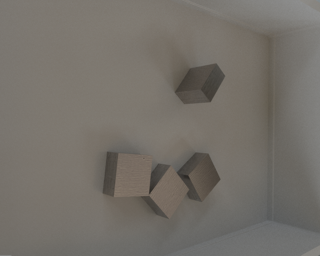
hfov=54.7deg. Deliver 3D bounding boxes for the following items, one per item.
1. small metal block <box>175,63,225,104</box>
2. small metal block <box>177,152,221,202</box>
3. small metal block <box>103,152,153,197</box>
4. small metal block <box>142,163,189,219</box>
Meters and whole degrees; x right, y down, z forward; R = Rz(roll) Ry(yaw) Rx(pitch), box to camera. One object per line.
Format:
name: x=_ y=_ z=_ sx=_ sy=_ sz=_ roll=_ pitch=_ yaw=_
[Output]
small metal block: x=0.057 y=-0.062 z=0.440 sx=0.025 sy=0.050 sz=0.050 roll=47 pitch=62 yaw=-30
small metal block: x=0.058 y=0.072 z=0.458 sx=0.050 sy=0.025 sz=0.050 roll=-42 pitch=116 yaw=-32
small metal block: x=-0.039 y=0.056 z=0.376 sx=0.050 sy=0.025 sz=0.050 roll=9 pitch=85 yaw=-40
small metal block: x=0.005 y=0.084 z=0.413 sx=0.050 sy=0.025 sz=0.050 roll=-51 pitch=120 yaw=-28
